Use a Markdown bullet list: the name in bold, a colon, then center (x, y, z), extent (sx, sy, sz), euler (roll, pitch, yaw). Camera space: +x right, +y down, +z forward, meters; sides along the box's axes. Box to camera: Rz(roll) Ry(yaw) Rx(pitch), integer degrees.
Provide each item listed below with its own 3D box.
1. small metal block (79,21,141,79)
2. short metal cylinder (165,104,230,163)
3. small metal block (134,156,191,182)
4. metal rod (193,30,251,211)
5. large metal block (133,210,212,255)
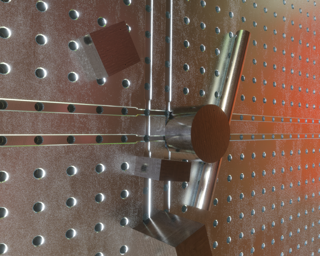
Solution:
- **small metal block**: center (-0.057, -0.091, 0.361), extent (0.050, 0.025, 0.050), euler (-35, 112, -34)
- **short metal cylinder**: center (0.054, 0.007, 0.438), extent (0.081, 0.050, 0.080), euler (0, 90, -40)
- **small metal block**: center (0.003, 0.052, 0.396), extent (0.050, 0.050, 0.025), euler (11, 83, -40)
- **metal rod**: center (0.102, -0.020, 0.494), extent (0.025, 0.025, 0.299), euler (26, 74, -37)
- **large metal block**: center (0.019, 0.159, 0.389), extent (0.050, 0.080, 0.080), euler (-23, 105, -38)
